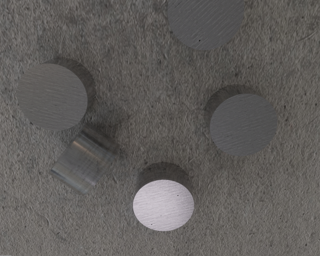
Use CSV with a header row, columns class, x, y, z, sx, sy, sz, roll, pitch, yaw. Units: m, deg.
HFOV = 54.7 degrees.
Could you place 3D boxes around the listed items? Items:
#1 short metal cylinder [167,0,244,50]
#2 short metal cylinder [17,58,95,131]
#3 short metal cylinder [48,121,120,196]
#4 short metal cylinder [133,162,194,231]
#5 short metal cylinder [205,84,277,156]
class,x,y,z,sx,sy,sz,roll,pitch,yaw
short metal cylinder,0.048,-0.131,0.348,0.081,0.050,0.079,0,110,0
short metal cylinder,-0.124,-0.043,0.379,0.081,0.050,0.079,0,110,0
short metal cylinder,-0.095,0.038,0.394,0.050,0.080,0.080,38,106,-13
short metal cylinder,0.005,0.094,0.431,0.081,0.050,0.079,0,110,0
short metal cylinder,0.100,-0.011,0.393,0.081,0.050,0.079,0,110,0
